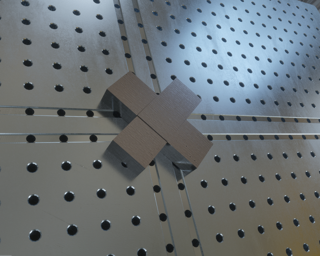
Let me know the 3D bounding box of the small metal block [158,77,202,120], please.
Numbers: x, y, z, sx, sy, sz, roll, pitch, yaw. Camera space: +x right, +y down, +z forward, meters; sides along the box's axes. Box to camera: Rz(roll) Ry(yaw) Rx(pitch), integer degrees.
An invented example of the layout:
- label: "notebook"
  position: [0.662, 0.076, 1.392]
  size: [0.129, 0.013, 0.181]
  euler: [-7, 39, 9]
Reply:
- label: "small metal block"
  position: [0.025, -0.037, 0.445]
  size: [0.050, 0.025, 0.050]
  euler: [42, 51, 0]

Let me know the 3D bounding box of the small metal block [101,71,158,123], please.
- label: "small metal block"
  position: [-0.040, -0.041, 0.413]
  size: [0.050, 0.025, 0.050]
  euler: [42, 51, 0]

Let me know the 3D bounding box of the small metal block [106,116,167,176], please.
- label: "small metal block"
  position: [-0.028, 0.021, 0.381]
  size: [0.050, 0.025, 0.050]
  euler: [42, 51, 0]

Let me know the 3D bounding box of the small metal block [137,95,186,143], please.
- label: "small metal block"
  position: [-0.002, -0.008, 0.412]
  size: [0.050, 0.025, 0.050]
  euler: [42, 51, 0]

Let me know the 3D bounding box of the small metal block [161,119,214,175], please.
- label: "small metal block"
  position: [0.036, 0.025, 0.413]
  size: [0.050, 0.025, 0.050]
  euler: [42, 51, 0]
